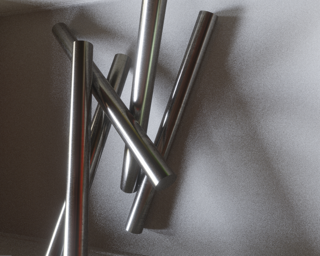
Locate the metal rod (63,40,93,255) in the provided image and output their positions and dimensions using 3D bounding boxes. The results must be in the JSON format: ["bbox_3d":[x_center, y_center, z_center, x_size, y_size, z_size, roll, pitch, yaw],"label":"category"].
[{"bbox_3d":[-0.091,0.044,0.345,0.025,0.025,0.299,-6,76,19],"label":"metal rod"}]

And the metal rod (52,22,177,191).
[{"bbox_3d":[-0.072,-0.046,0.383,0.025,0.025,0.300,-47,57,14],"label":"metal rod"}]

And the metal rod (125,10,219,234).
[{"bbox_3d":[0.013,-0.002,0.405,0.025,0.025,0.298,21,97,18],"label":"metal rod"}]

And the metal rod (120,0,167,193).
[{"bbox_3d":[-0.020,-0.047,0.356,0.025,0.025,0.298,20,120,18],"label":"metal rod"}]

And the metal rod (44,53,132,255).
[{"bbox_3d":[-0.087,0.040,0.378,0.025,0.025,0.299,8,69,19],"label":"metal rod"}]
